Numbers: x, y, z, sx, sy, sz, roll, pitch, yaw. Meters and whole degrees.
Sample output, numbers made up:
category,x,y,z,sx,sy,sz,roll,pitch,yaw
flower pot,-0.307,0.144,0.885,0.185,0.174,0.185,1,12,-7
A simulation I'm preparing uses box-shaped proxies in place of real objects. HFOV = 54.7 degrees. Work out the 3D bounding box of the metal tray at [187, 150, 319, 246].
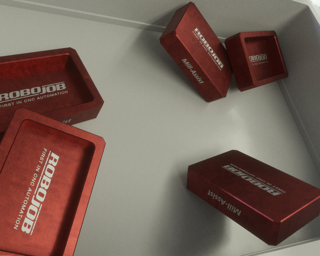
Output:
category,x,y,z,sx,sy,sz,roll,pitch,yaw
metal tray,0.106,0.072,0.364,0.091,0.030,0.130,-15,27,-34

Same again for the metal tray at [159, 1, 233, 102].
category,x,y,z,sx,sy,sz,roll,pitch,yaw
metal tray,0.063,-0.114,0.474,0.130,0.030,0.090,46,47,-27

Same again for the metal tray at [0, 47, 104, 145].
category,x,y,z,sx,sy,sz,roll,pitch,yaw
metal tray,-0.142,-0.040,0.349,0.131,0.030,0.090,-20,72,-36

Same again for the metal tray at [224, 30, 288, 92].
category,x,y,z,sx,sy,sz,roll,pitch,yaw
metal tray,0.170,-0.119,0.535,0.131,0.030,0.090,-19,93,-43

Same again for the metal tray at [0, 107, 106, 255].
category,x,y,z,sx,sy,sz,roll,pitch,yaw
metal tray,-0.112,0.057,0.285,0.091,0.030,0.130,24,63,-23
